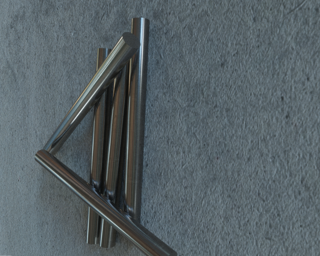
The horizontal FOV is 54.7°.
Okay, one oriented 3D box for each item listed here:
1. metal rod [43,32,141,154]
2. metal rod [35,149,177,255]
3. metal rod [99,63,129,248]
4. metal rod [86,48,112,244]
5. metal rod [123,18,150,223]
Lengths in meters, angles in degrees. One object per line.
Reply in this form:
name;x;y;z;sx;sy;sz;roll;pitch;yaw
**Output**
metal rod;-0.118;-0.032;0.469;0.299;0.025;0.025;-41;65;42
metal rod;-0.097;0.101;0.448;0.300;0.025;0.025;26;106;36
metal rod;-0.064;0.028;0.455;0.025;0.025;0.298;10;96;39
metal rod;-0.093;0.030;0.479;0.025;0.025;0.298;7;95;39
metal rod;-0.034;0.001;0.430;0.025;0.025;0.298;5;93;39
